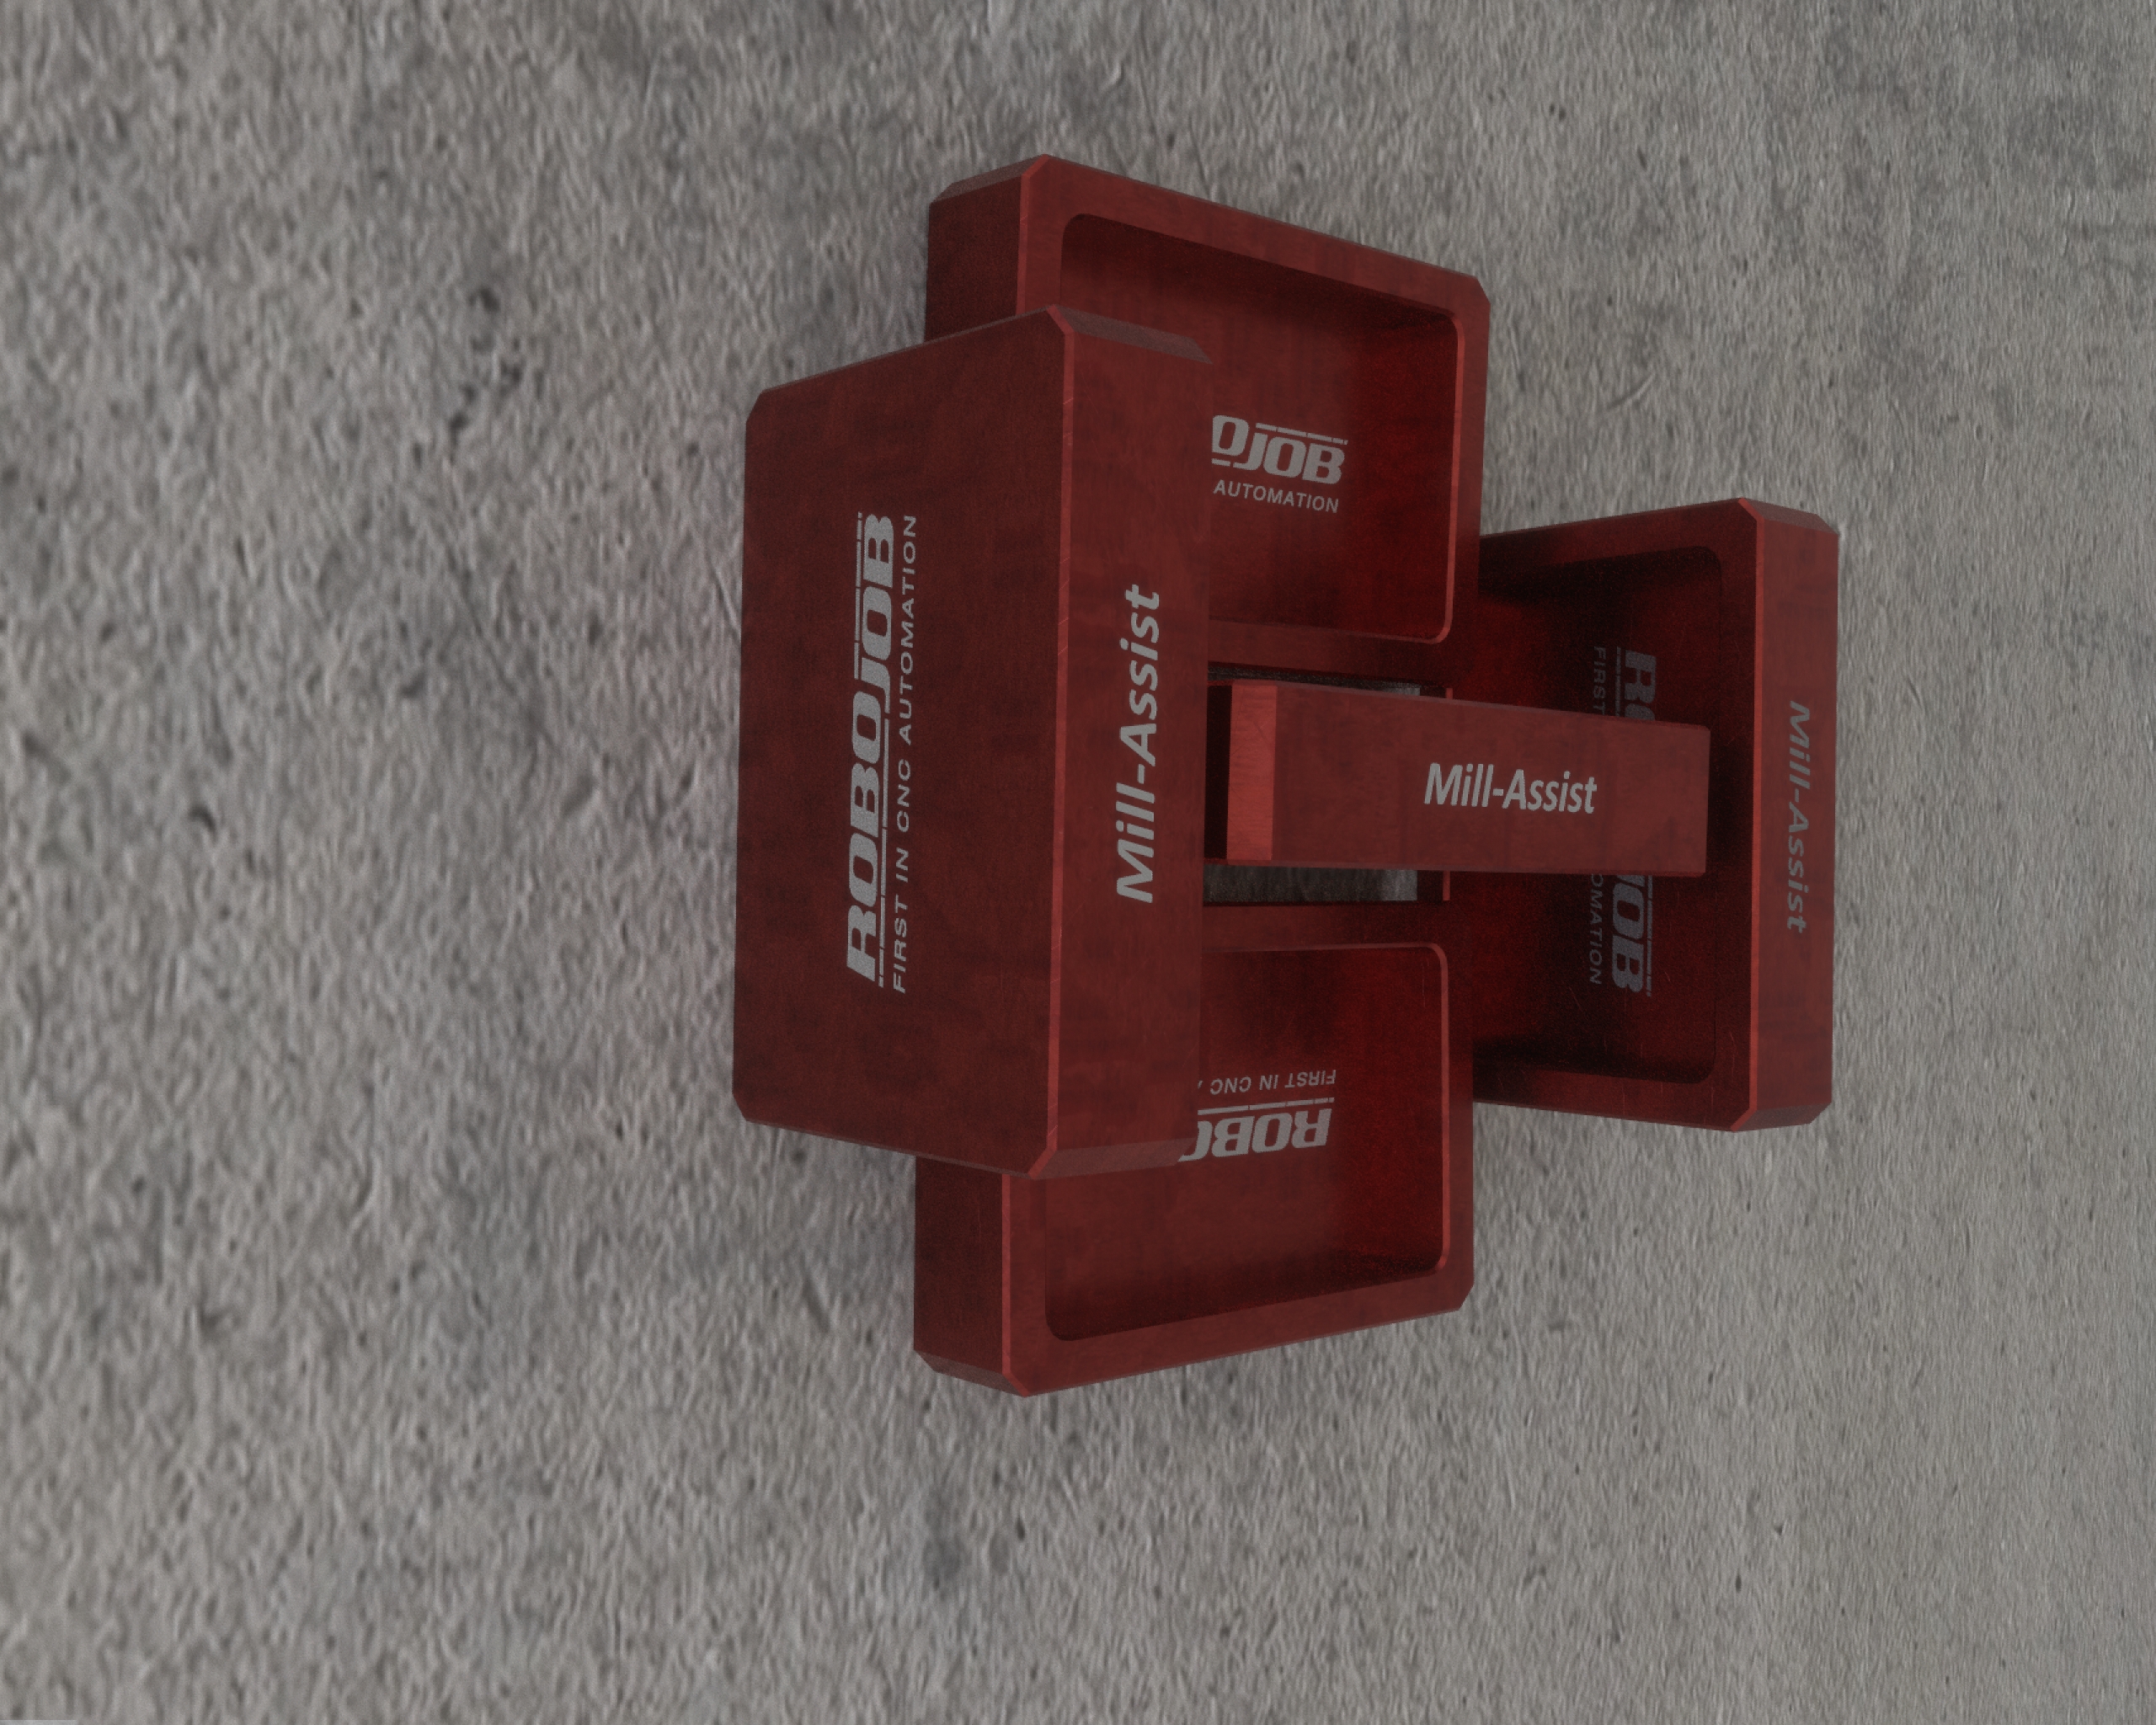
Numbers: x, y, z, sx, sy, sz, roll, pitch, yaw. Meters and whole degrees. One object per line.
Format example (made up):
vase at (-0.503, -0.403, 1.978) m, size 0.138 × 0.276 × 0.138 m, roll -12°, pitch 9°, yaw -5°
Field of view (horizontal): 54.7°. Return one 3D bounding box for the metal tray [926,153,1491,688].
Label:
metal tray at (0.030, -0.084, 0.427) m, size 0.131 × 0.030 × 0.089 m, roll 0°, pitch 93°, yaw -40°

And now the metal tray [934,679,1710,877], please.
metal tray at (0.049, -0.014, 0.406) m, size 0.131 × 0.090 × 0.030 m, roll 1°, pitch 91°, yaw -40°

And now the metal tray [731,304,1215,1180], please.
metal tray at (-0.020, -0.018, 0.347) m, size 0.030 × 0.090 × 0.129 m, roll 2°, pitch 90°, yaw -41°

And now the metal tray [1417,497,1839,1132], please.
metal tray at (0.119, -0.010, 0.463) m, size 0.030 × 0.090 × 0.129 m, roll 2°, pitch 89°, yaw -40°

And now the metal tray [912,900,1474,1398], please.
metal tray at (0.028, 0.053, 0.428) m, size 0.131 × 0.030 × 0.089 m, roll 1°, pitch 89°, yaw -40°
